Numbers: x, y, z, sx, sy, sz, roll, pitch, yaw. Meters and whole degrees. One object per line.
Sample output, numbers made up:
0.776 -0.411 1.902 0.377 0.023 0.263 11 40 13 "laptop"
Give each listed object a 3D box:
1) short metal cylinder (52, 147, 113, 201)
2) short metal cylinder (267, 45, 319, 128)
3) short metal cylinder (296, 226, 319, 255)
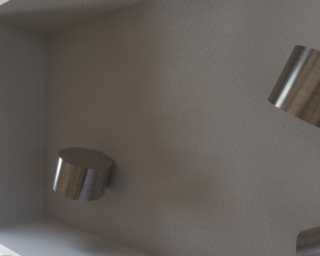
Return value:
-0.117 0.067 0.468 0.080 0.081 0.050 25 106 37 "short metal cylinder"
0.139 -0.030 0.256 0.080 0.081 0.050 35 112 34 "short metal cylinder"
0.153 0.116 0.245 0.050 0.081 0.080 -32 71 36 "short metal cylinder"
